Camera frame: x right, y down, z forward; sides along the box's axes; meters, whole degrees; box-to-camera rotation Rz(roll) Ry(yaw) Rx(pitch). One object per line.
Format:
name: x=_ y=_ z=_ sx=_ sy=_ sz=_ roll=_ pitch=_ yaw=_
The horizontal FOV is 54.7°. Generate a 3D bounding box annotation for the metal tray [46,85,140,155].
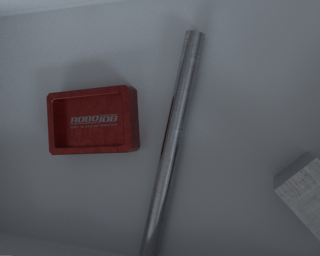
metal tray: x=-0.096 y=-0.009 z=0.440 sx=0.130 sy=0.030 sz=0.089 roll=-3 pitch=89 yaw=19

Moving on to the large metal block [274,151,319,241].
large metal block: x=0.167 y=0.074 z=0.323 sx=0.050 sy=0.080 sz=0.080 roll=-43 pitch=77 yaw=15

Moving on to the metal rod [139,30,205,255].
metal rod: x=0.015 y=0.025 z=0.404 sx=0.025 sy=0.025 sz=0.298 roll=13 pitch=94 yaw=19
